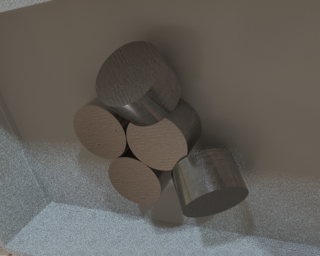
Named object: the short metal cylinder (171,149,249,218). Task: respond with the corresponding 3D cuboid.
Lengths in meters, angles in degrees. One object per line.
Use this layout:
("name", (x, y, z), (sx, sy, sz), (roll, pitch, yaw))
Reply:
("short metal cylinder", (0.059, 0.068, 0.374), (0.081, 0.050, 0.080), (-12, 145, -8))

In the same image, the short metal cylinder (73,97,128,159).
("short metal cylinder", (-0.069, -0.005, 0.421), (0.080, 0.050, 0.079), (13, 124, 20))

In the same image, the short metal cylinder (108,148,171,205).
("short metal cylinder", (-0.025, 0.061, 0.439), (0.080, 0.050, 0.079), (13, 124, 20))

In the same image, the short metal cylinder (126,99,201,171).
("short metal cylinder", (0.005, 0.006, 0.390), (0.080, 0.050, 0.079), (13, 124, 20))

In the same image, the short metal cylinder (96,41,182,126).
("short metal cylinder", (-0.023, -0.048, 0.343), (0.080, 0.080, 0.050), (-3, 155, 29))
